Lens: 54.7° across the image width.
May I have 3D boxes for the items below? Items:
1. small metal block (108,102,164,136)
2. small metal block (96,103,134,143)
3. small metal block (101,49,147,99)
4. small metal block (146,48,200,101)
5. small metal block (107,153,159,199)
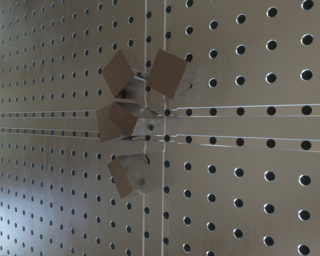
[{"bbox_3d":[-0.033,-0.013,0.418,0.050,0.050,0.025,34,111,34],"label":"small metal block"},{"bbox_3d":[-0.067,-0.007,0.459,0.050,0.025,0.050,-17,79,44],"label":"small metal block"},{"bbox_3d":[-0.053,-0.078,0.451,0.050,0.025,0.050,-42,65,31],"label":"small metal block"},{"bbox_3d":[0.015,-0.068,0.395,0.050,0.025,0.050,34,111,34],"label":"small metal block"},{"bbox_3d":[-0.036,0.064,0.421,0.025,0.050,0.050,-40,66,33],"label":"small metal block"}]
